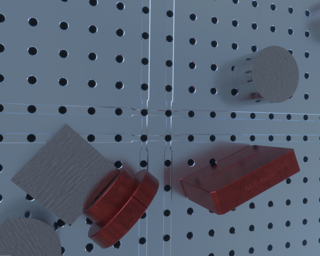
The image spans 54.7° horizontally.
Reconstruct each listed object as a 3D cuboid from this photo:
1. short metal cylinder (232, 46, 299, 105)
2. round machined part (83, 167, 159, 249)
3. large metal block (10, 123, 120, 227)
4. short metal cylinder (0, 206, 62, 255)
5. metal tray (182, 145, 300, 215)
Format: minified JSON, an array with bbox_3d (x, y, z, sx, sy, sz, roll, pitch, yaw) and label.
[{"bbox_3d":[0.154,-0.075,0.456,0.081,0.050,0.080,0,90,-20],"label":"short metal cylinder"},{"bbox_3d":[-0.050,0.084,0.356,0.042,0.098,0.098,43,77,-7],"label":"round machined part"},{"bbox_3d":[-0.108,0.051,0.359,0.080,0.050,0.080,45,76,-15],"label":"large metal block"},{"bbox_3d":[-0.153,0.133,0.343,0.081,0.050,0.080,0,90,-20],"label":"short metal cylinder"},{"bbox_3d":[0.106,0.064,0.417,0.131,0.090,0.030,-23,98,-19],"label":"metal tray"}]
